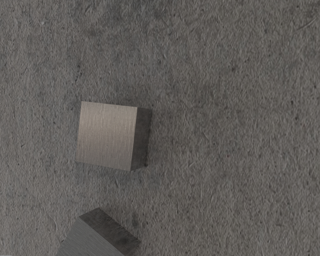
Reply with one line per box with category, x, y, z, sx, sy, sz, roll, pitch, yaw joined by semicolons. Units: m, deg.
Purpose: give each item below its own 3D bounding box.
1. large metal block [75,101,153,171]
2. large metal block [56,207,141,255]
large metal block;-0.061;0.009;0.417;0.080;0.050;0.079;7;93;19
large metal block;-0.087;0.171;0.426;0.080;0.050;0.080;34;101;16
